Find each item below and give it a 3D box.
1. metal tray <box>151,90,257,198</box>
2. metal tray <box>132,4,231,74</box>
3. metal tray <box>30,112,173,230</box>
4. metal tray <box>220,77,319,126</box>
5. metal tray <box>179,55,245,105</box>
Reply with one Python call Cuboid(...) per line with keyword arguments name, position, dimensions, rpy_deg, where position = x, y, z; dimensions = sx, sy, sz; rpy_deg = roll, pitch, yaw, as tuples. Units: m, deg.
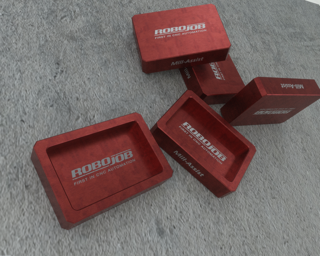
Cuboid(name="metal tray", position=(0.060, 0.019, 0.420), dimensions=(0.130, 0.030, 0.090), rpy_deg=(42, 51, 0))
Cuboid(name="metal tray", position=(0.030, -0.136, 0.466), dimensions=(0.131, 0.030, 0.090), rpy_deg=(-11, 65, -6))
Cuboid(name="metal tray", position=(-0.060, 0.041, 0.342), dimensions=(0.131, 0.030, 0.090), rpy_deg=(-19, 72, -35))
Cuboid(name="metal tray", position=(0.171, -0.039, 0.477), dimensions=(0.131, 0.090, 0.030), rpy_deg=(-3, 64, -30))
Cuboid(name="metal tray", position=(0.076, -0.101, 0.503), dimensions=(0.091, 0.030, 0.130), rpy_deg=(-7, 65, -31))
